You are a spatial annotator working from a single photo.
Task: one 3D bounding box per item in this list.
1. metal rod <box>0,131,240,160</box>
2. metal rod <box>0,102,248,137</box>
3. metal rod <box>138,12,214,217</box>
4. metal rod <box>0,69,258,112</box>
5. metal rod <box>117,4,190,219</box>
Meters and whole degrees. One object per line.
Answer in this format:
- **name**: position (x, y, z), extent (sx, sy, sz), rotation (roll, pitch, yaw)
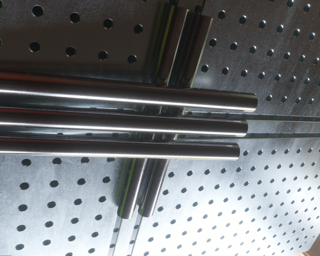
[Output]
- **metal rod**: position (-0.036, 0.024, 0.381), extent (0.303, 0.025, 0.025), rotation (4, 117, -21)
- **metal rod**: position (-0.029, -0.007, 0.365), extent (0.303, 0.025, 0.025), rotation (3, 117, -21)
- **metal rod**: position (0.014, 0.000, 0.421), extent (0.025, 0.025, 0.298), rotation (1, 118, -29)
- **metal rod**: position (-0.022, -0.039, 0.350), extent (0.303, 0.025, 0.025), rotation (2, 118, -21)
- **metal rod**: position (-0.016, -0.003, 0.402), extent (0.025, 0.025, 0.298), rotation (1, 118, -29)
